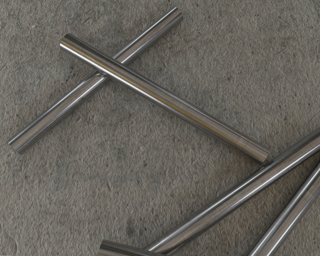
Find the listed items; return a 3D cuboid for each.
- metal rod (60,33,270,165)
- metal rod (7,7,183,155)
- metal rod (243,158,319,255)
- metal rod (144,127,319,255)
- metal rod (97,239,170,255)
[{"bbox_3d":[0.003,-0.039,0.405,0.301,0.025,0.025,30,73,4],"label":"metal rod"},{"bbox_3d":[-0.080,-0.074,0.434,0.301,0.025,0.025,-43,76,-14],"label":"metal rod"},{"bbox_3d":[0.168,0.092,0.375,0.025,0.025,0.301,42,75,13],"label":"metal rod"},{"bbox_3d":[0.090,0.086,0.377,0.301,0.025,0.025,-31,73,-11],"label":"metal rod"},{"bbox_3d":[0.083,0.165,0.320,0.302,0.025,0.025,13,71,4],"label":"metal rod"}]
